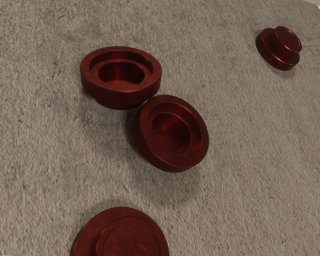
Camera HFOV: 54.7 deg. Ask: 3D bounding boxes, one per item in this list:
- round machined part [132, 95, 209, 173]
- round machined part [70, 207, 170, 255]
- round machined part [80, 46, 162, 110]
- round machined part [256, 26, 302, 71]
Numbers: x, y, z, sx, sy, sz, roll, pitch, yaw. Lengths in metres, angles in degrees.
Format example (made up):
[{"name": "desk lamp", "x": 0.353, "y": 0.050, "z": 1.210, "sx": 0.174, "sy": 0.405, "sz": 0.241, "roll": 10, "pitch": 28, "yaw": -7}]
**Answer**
[{"name": "round machined part", "x": 0.010, "y": 0.010, "z": 0.391, "sx": 0.099, "sy": 0.042, "sz": 0.098, "roll": 15, "pitch": 58, "yaw": -25}, {"name": "round machined part", "x": -0.034, "y": 0.124, "z": 0.300, "sx": 0.099, "sy": 0.042, "sz": 0.098, "roll": 14, "pitch": 56, "yaw": -21}, {"name": "round machined part", "x": -0.049, "y": -0.060, "z": 0.390, "sx": 0.099, "sy": 0.042, "sz": 0.098, "roll": 5, "pitch": 44, "yaw": -4}, {"name": "round machined part", "x": 0.249, "y": -0.169, "z": 0.633, "sx": 0.099, "sy": 0.042, "sz": 0.098, "roll": 14, "pitch": 56, "yaw": -21}]
